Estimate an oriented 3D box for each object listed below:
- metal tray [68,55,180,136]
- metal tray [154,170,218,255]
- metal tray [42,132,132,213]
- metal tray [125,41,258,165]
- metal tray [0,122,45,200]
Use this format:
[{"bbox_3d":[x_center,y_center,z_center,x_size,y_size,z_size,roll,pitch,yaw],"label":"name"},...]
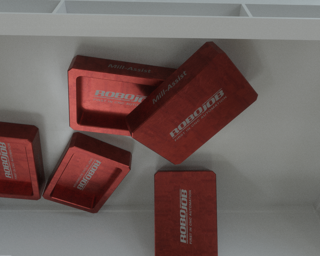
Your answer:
[{"bbox_3d":[-0.041,-0.033,0.376,0.131,0.030,0.089,7,130,-7],"label":"metal tray"},{"bbox_3d":[0.037,0.129,0.462,0.091,0.030,0.129,0,85,-1],"label":"metal tray"},{"bbox_3d":[-0.111,0.072,0.465,0.091,0.030,0.129,24,126,-19],"label":"metal tray"},{"bbox_3d":[0.037,-0.023,0.355,0.130,0.030,0.090,-42,132,13],"label":"metal tray"},{"bbox_3d":[-0.219,0.050,0.444,0.091,0.030,0.129,6,130,-6],"label":"metal tray"}]
